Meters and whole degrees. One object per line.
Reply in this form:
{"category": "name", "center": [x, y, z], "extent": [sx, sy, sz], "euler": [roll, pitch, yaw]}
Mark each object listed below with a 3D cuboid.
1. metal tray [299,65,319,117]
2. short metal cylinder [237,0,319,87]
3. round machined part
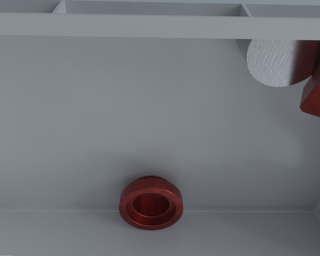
{"category": "metal tray", "center": [0.211, -0.031, 0.281], "extent": [0.131, 0.030, 0.090], "euler": [19, 152, 10]}
{"category": "short metal cylinder", "center": [0.124, -0.090, 0.318], "extent": [0.081, 0.050, 0.079], "euler": [0, 130, 0]}
{"category": "round machined part", "center": [-0.014, 0.114, 0.491], "extent": [0.099, 0.042, 0.097], "euler": [0, 124, 0]}
